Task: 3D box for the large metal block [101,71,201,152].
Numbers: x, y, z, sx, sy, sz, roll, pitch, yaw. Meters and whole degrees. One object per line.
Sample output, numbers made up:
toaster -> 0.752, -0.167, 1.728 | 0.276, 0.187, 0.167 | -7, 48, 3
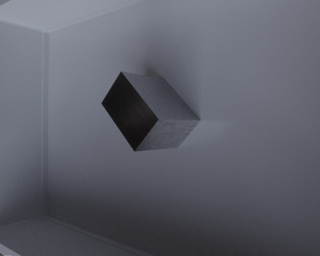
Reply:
large metal block -> -0.011, -0.020, 0.381 | 0.080, 0.081, 0.050 | 52, 121, 27
